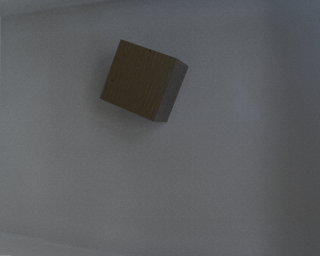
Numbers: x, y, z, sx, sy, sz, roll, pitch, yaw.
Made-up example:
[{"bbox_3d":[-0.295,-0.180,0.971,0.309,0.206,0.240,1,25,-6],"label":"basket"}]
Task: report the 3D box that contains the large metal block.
[{"bbox_3d":[-0.020,-0.060,0.405,0.080,0.050,0.080,23,98,18],"label":"large metal block"}]
